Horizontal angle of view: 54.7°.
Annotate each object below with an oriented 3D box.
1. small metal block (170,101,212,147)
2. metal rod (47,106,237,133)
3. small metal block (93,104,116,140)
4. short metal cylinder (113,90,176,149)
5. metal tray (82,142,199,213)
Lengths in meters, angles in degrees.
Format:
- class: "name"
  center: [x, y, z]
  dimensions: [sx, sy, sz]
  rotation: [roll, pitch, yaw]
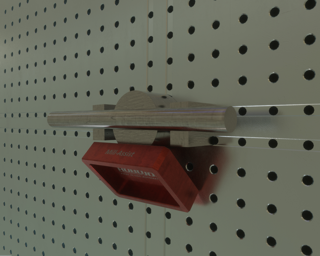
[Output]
- class: "small metal block"
  center: [0.037, -0.004, 0.363]
  dimensions: [0.025, 0.050, 0.050]
  rotation: [-1, 90, 40]
- class: "metal rod"
  center: [-0.049, -0.011, 0.384]
  dimensions: [0.300, 0.025, 0.025]
  rotation: [1, 91, 40]
- class: "small metal block"
  center: [-0.070, -0.008, 0.451]
  dimensions: [0.025, 0.050, 0.050]
  rotation: [-1, 90, 40]
- class: "short metal cylinder"
  center: [-0.017, -0.007, 0.407]
  dimensions: [0.080, 0.050, 0.080]
  rotation: [0, 90, 40]
- class: "metal tray"
  center: [-0.027, 0.060, 0.392]
  dimensions: [0.130, 0.090, 0.030]
  rotation: [1, 48, 40]
